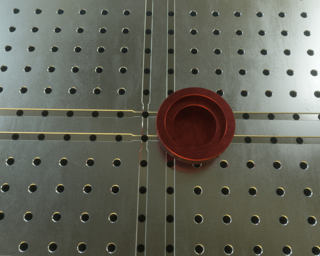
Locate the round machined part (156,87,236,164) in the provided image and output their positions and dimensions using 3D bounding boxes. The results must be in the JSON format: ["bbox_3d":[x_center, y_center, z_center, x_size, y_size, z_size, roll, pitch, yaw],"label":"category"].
[{"bbox_3d":[0.045,0.000,0.403,0.099,0.042,0.098,0,70,0],"label":"round machined part"}]
